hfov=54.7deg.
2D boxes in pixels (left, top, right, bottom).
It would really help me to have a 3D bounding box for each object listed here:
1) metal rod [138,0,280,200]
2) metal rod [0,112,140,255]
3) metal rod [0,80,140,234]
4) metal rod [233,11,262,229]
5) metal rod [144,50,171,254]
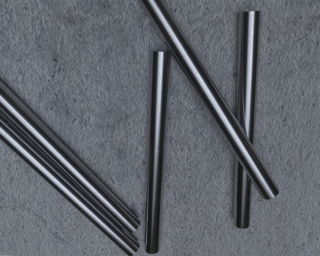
[{"bbox_3d":[0.064,-0.036,0.380,0.025,0.025,0.299,-32,101,11],"label":"metal rod"},{"bbox_3d":[-0.137,0.080,0.437,0.025,0.025,0.300,-38,106,12],"label":"metal rod"},{"bbox_3d":[-0.133,0.038,0.422,0.025,0.025,0.300,-37,107,12],"label":"metal rod"},{"bbox_3d":[0.114,0.003,0.412,0.025,0.025,0.298,-3,110,1],"label":"metal rod"},{"bbox_3d":[-0.006,0.046,0.426,0.025,0.025,0.298,2,110,-1],"label":"metal rod"}]
